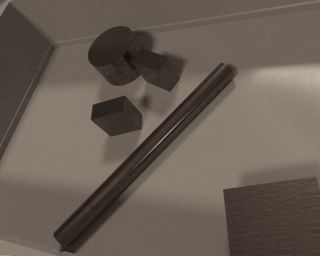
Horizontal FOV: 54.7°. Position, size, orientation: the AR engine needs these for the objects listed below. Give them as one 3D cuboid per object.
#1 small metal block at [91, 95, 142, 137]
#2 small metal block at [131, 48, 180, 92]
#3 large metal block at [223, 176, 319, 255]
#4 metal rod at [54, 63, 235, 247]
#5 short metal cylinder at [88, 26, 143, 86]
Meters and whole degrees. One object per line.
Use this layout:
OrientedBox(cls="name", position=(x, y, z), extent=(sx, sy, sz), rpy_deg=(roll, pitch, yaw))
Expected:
OrientedBox(cls="small metal block", position=(-0.059, -0.015, 0.428), extent=(0.050, 0.050, 0.025), rpy_deg=(-14, 56, 20))
OrientedBox(cls="small metal block", position=(-0.006, -0.083, 0.442), extent=(0.050, 0.050, 0.025), rpy_deg=(28, 78, 37))
OrientedBox(cls="large metal block", position=(0.106, 0.095, 0.275), extent=(0.080, 0.050, 0.080), rpy_deg=(-13, 56, 20))
OrientedBox(cls="metal rod", position=(-0.017, 0.031, 0.394), extent=(0.300, 0.025, 0.025), rpy_deg=(-46, 51, -4))
OrientedBox(cls="short metal cylinder", position=(-0.066, -0.114, 0.493), extent=(0.080, 0.050, 0.080), rpy_deg=(-13, 56, 20))
